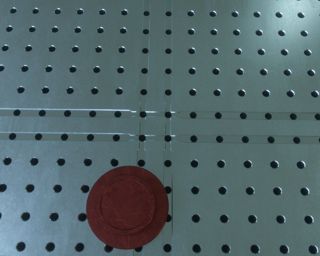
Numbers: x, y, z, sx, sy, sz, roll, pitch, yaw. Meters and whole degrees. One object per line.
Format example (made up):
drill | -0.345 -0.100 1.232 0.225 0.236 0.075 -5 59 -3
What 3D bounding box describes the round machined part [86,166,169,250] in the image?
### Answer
round machined part | -0.039 0.093 0.368 0.099 0.042 0.098 0 70 -1
